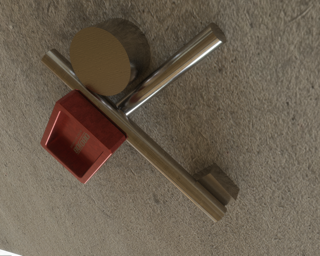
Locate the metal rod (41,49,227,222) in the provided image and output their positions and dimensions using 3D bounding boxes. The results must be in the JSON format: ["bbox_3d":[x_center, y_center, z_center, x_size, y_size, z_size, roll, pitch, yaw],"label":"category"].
[{"bbox_3d":[-0.031,0.011,0.398,0.300,0.025,0.025,43,129,-2],"label":"metal rod"}]

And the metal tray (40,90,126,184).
[{"bbox_3d":[-0.110,0.018,0.422,0.090,0.030,0.129,43,141,-2],"label":"metal tray"}]

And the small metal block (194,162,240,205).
[{"bbox_3d":[0.070,0.082,0.420,0.050,0.025,0.050,47,129,-6],"label":"small metal block"}]

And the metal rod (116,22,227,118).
[{"bbox_3d":[-0.039,-0.033,0.407,0.299,0.025,0.025,-33,100,38],"label":"metal rod"}]

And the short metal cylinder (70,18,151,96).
[{"bbox_3d":[-0.058,-0.085,0.368,0.080,0.050,0.079,13,124,20],"label":"short metal cylinder"}]
